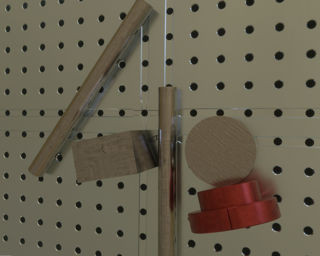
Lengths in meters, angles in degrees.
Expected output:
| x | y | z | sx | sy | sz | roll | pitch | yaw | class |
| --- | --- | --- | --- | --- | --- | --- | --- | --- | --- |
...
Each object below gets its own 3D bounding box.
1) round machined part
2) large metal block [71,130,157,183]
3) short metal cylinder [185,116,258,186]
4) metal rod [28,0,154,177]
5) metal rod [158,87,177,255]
| x | y | z | sx | sy | sz | roll | pitch | yaw | class |
| --- | --- | --- | --- | --- | --- | --- | --- | --- | --- |
| 0.079 | 0.086 | 0.346 | 0.098 | 0.098 | 0.042 | -16 | 76 | 19 | round machined part |
| -0.053 | 0.035 | 0.401 | 0.080 | 0.080 | 0.050 | -12 | 86 | 19 | large metal block |
| 0.075 | 0.026 | 0.372 | 0.080 | 0.050 | 0.079 | 0 | 90 | 19 | short metal cylinder |
| -0.105 | -0.051 | 0.448 | 0.025 | 0.025 | 0.299 | 39 | 102 | 15 | metal rod |
| 0.010 | 0.096 | 0.408 | 0.025 | 0.025 | 0.298 | 0 | 90 | 19 | metal rod |
